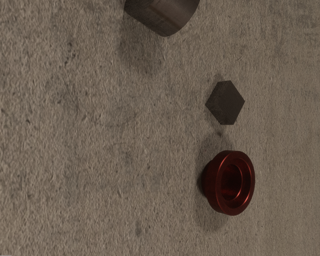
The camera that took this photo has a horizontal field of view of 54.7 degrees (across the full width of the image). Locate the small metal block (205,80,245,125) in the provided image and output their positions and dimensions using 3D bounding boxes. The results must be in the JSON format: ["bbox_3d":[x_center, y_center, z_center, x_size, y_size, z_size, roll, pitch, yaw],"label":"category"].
[{"bbox_3d":[0.105,-0.040,0.496,0.050,0.025,0.050,46,62,-30],"label":"small metal block"}]

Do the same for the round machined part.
[{"bbox_3d":[0.102,0.083,0.483,0.099,0.042,0.097,0,90,-40],"label":"round machined part"}]

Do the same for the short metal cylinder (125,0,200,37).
[{"bbox_3d":[0.003,-0.159,0.373,0.050,0.080,0.080,23,75,-38],"label":"short metal cylinder"}]
